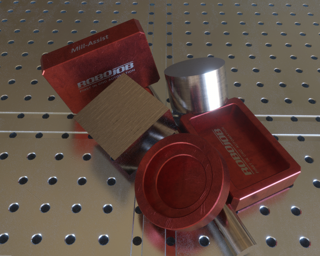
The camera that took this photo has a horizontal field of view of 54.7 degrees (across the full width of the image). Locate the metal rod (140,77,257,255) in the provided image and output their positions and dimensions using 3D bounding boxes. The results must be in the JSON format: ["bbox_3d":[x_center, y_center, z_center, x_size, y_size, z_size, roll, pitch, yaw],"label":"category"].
[{"bbox_3d":[0.020,0.016,0.388,0.025,0.025,0.300,-20,53,-16],"label":"metal rod"}]

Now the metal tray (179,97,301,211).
[{"bbox_3d":[0.091,0.025,0.379,0.091,0.030,0.130,-20,53,-16],"label":"metal tray"}]

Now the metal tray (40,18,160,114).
[{"bbox_3d":[-0.074,-0.077,0.406,0.131,0.090,0.030,-22,54,0],"label":"metal tray"}]

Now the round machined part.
[{"bbox_3d":[0.026,0.058,0.325,0.098,0.042,0.098,-13,62,26],"label":"round machined part"}]

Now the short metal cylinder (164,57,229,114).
[{"bbox_3d":[0.050,-0.059,0.417,0.080,0.050,0.080,-10,26,5],"label":"short metal cylinder"}]

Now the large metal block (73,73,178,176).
[{"bbox_3d":[-0.039,-0.005,0.367,0.080,0.050,0.080,-44,61,-10],"label":"large metal block"}]
